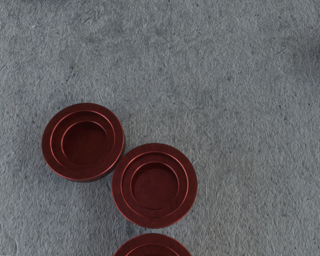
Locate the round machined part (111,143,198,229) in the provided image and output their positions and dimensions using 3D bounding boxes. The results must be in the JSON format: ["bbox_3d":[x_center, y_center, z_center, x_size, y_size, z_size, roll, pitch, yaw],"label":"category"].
[{"bbox_3d":[-0.006,0.071,0.373,0.099,0.042,0.098,0,70,0],"label":"round machined part"}]

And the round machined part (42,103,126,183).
[{"bbox_3d":[-0.092,0.021,0.391,0.099,0.042,0.098,0,70,0],"label":"round machined part"}]

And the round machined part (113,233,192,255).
[{"bbox_3d":[-0.008,0.166,0.338,0.099,0.042,0.098,0,70,0],"label":"round machined part"}]
